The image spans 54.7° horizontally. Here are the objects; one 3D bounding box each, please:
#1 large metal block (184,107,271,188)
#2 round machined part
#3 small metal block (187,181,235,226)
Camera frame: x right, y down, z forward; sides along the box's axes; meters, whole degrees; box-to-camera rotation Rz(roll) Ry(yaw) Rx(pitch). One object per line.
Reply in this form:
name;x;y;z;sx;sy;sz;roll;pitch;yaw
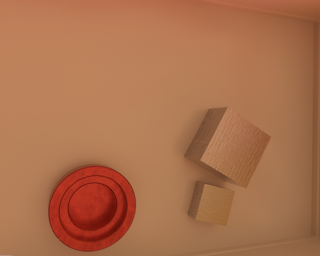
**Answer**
large metal block;0.094;0.026;0.434;0.080;0.050;0.080;32;79;-18
round machined part;-0.082;0.092;0.372;0.099;0.042;0.097;0;90;-21
small metal block;0.073;0.107;0.439;0.050;0.025;0.050;17;84;-20
